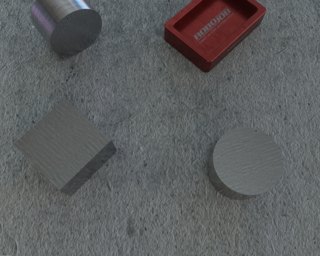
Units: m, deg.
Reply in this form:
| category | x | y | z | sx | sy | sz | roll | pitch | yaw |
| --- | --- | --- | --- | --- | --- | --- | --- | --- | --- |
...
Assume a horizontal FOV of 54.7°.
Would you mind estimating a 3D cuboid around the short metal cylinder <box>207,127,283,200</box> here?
| category | x | y | z | sx | sy | sz | roll | pitch | yaw |
| --- | --- | --- | --- | --- | --- | --- | --- | --- | --- |
| short metal cylinder | 0.101 | 0.045 | 0.379 | 0.081 | 0.050 | 0.080 | 0 | 70 | 0 |

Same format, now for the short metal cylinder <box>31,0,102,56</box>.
| category | x | y | z | sx | sy | sz | roll | pitch | yaw |
| --- | --- | --- | --- | --- | --- | --- | --- | --- | --- |
| short metal cylinder | -0.129 | -0.148 | 0.432 | 0.080 | 0.080 | 0.050 | -36 | 74 | -12 |

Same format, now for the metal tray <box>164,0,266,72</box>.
| category | x | y | z | sx | sy | sz | roll | pitch | yaw |
| --- | --- | --- | --- | --- | --- | --- | --- | --- | --- |
| metal tray | 0.081 | -0.155 | 0.462 | 0.090 | 0.030 | 0.130 | 43 | 75 | 14 |

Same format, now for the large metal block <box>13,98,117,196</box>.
| category | x | y | z | sx | sy | sz | roll | pitch | yaw |
| --- | --- | --- | --- | --- | --- | --- | --- | --- | --- |
| large metal block | -0.114 | 0.025 | 0.385 | 0.080 | 0.050 | 0.080 | 41 | 75 | 13 |
